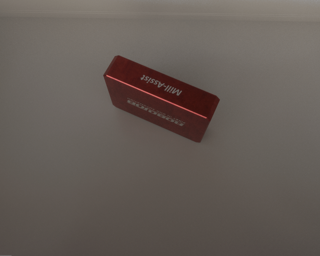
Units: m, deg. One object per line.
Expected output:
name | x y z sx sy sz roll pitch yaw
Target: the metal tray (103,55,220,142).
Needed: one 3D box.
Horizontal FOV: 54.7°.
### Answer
metal tray | 0.001 -0.032 0.383 0.130 0.090 0.030 24 72 7
